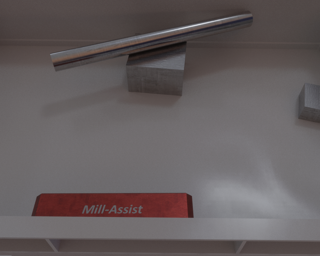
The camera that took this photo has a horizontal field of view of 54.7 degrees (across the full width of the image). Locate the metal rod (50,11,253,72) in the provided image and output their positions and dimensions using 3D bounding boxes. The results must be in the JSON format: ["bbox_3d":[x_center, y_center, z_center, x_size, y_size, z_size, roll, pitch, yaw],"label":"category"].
[{"bbox_3d":[-0.002,-0.129,0.448,0.302,0.025,0.025,-17,52,-14],"label":"metal rod"}]

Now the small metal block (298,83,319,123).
[{"bbox_3d":[0.226,-0.034,0.436,0.050,0.025,0.050,14,51,11],"label":"small metal block"}]

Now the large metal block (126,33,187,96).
[{"bbox_3d":[-0.003,-0.098,0.471,0.080,0.050,0.080,5,50,4],"label":"large metal block"}]

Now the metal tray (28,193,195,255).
[{"bbox_3d":[-0.038,0.094,0.283,0.131,0.089,0.030,0,50,-1],"label":"metal tray"}]
